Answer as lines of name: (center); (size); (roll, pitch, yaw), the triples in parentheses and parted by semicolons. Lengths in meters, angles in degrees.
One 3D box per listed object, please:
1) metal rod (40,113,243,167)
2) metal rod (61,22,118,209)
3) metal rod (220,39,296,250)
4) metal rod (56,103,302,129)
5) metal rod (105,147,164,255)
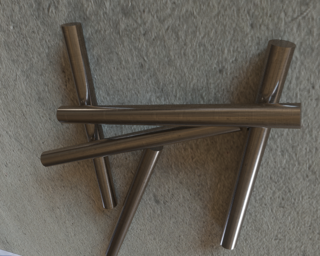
metal rod: (-0.042, 0.020, 0.416); (0.300, 0.025, 0.025); (-12, 113, 25)
metal rod: (-0.098, 0.001, 0.456); (0.025, 0.025, 0.298); (8, 122, 23)
metal rod: (0.108, 0.044, 0.376); (0.025, 0.025, 0.298); (16, 125, 18)
metal rod: (0.000, -0.015, 0.362); (0.301, 0.025, 0.025); (1, 119, 27)
metal rod: (-0.051, 0.133, 0.513); (0.025, 0.025, 0.298); (29, 128, 9)
